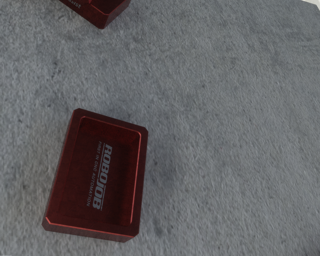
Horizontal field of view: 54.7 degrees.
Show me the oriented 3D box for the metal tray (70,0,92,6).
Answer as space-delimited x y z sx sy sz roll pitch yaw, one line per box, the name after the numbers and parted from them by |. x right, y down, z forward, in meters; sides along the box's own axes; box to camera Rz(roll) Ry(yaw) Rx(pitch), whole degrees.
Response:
-0.143 -0.236 0.434 0.131 0.030 0.090 23 68 1 | metal tray

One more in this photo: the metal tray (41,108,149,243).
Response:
-0.064 0.049 0.336 0.091 0.030 0.130 17 55 -19 | metal tray

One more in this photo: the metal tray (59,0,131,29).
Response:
-0.116 -0.219 0.472 0.130 0.030 0.090 35 51 -6 | metal tray
